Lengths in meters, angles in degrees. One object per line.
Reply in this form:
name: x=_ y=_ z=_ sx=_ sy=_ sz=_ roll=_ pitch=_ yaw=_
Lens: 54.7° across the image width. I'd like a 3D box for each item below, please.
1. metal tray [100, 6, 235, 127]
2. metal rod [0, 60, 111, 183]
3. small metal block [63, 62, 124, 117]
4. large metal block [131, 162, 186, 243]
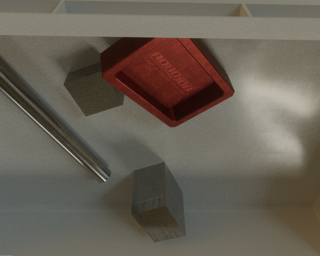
metal tray: x=0.012 y=-0.056 z=0.334 sx=0.090 sy=0.030 sz=0.130 roll=-29 pitch=142 yaw=22
metal rod: x=-0.158 y=-0.026 z=0.384 sx=0.025 sy=0.025 sz=0.300 roll=-24 pitch=127 yaw=18
small metal block: x=-0.077 y=-0.046 z=0.368 sx=0.050 sy=0.025 sz=0.050 roll=-17 pitch=129 yaw=13
large metal block: x=-0.001 y=0.112 z=0.469 sx=0.050 sy=0.080 sz=0.080 roll=-18 pitch=128 yaw=14
